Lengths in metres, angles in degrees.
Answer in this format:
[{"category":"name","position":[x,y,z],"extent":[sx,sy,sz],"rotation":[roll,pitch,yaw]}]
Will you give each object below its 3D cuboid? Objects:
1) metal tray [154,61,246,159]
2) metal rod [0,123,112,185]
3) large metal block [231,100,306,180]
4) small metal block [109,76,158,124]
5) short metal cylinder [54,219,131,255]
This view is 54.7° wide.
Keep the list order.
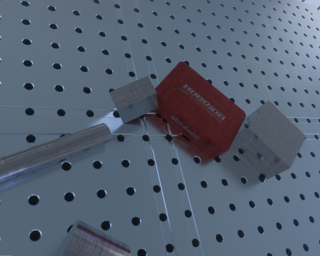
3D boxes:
[{"category":"metal tray","position":[0.056,-0.028,0.454],"extent":[0.130,0.030,0.090],"rotation":[39,51,-2]},{"category":"metal rod","position":[-0.178,0.051,0.281],"extent":[0.302,0.025,0.025],"rotation":[-22,74,-36]},{"category":"large metal block","position":[0.163,0.018,0.472],"extent":[0.080,0.050,0.080],"rotation":[45,51,3]},{"category":"small metal block","position":[-0.031,-0.034,0.386],"extent":[0.050,0.050,0.025],"rotation":[-25,74,-6]},{"category":"short metal cylinder","position":[-0.067,0.126,0.261],"extent":[0.050,0.080,0.080],"rotation":[31,52,-9]}]
